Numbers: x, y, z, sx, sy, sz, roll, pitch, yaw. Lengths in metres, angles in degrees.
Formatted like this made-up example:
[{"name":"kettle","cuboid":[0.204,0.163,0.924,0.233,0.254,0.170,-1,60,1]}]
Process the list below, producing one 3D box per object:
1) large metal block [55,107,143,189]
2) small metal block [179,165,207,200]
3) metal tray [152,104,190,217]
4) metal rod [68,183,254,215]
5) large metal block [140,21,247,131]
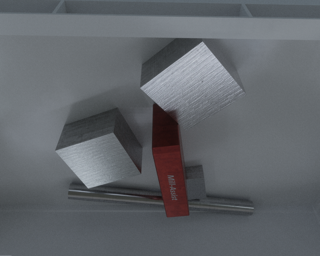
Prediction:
[{"name":"large metal block","cuboid":[-0.077,0.029,0.416,0.080,0.050,0.080,-17,128,13]},{"name":"small metal block","cuboid":[0.044,0.087,0.484,0.050,0.025,0.050,-8,130,6]},{"name":"metal tray","cuboid":[0.015,0.042,0.402,0.030,0.090,0.129,-6,130,5]},{"name":"metal rod","cuboid":[0.005,0.118,0.509,0.302,0.025,0.025,7,130,-7]},{"name":"large metal block","cuboid":[0.036,-0.055,0.347,0.080,0.050,0.080,-33,123,24]}]
